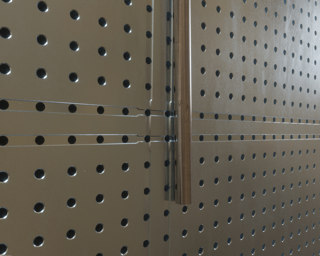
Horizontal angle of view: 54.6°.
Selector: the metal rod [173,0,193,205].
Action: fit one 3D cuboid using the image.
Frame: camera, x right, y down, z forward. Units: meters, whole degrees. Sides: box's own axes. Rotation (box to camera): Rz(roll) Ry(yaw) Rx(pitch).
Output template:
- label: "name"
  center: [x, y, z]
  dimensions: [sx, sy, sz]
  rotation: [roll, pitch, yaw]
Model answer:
- label: "metal rod"
  center: [0.032, -0.044, 0.434]
  dimensions: [0.025, 0.025, 0.298]
  rotation: [-1, 91, -40]
